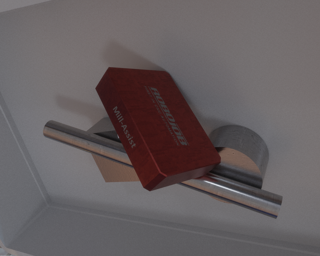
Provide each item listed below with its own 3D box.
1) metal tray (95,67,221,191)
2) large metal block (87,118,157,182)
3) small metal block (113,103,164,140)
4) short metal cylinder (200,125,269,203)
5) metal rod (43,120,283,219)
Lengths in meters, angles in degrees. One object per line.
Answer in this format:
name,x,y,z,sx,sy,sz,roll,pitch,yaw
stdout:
metal tray,-0.002,-0.005,0.329,0.030,0.091,0.130,-47,61,38
large metal block,-0.048,0.027,0.432,0.080,0.050,0.080,-8,115,31
small metal block,-0.027,-0.016,0.366,0.050,0.025,0.050,-15,77,5
short metal cylinder,0.085,0.044,0.372,0.080,0.050,0.079,13,124,20
metal rod,-0.012,0.043,0.372,0.301,0.025,0.025,17,125,18
